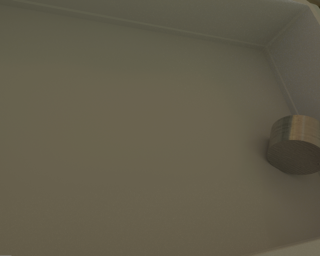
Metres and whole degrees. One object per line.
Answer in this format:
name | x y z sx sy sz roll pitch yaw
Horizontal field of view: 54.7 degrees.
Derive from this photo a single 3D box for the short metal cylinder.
short metal cylinder | 0.206 0.026 0.465 0.080 0.080 0.050 31 52 -8
